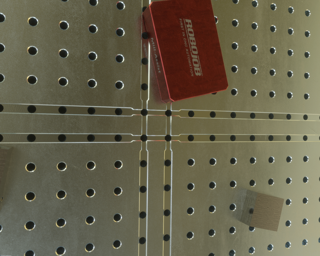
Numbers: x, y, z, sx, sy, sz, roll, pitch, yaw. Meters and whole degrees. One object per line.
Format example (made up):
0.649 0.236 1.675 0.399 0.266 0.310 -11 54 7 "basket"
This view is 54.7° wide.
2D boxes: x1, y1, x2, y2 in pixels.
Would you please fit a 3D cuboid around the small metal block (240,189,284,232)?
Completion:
0.155 0.125 0.470 0.050 0.025 0.050 16 85 -20 "small metal block"

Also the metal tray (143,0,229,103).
0.036 -0.106 0.423 0.091 0.030 0.129 -14 95 -20 "metal tray"

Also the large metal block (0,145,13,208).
-0.208 0.054 0.323 0.081 0.050 0.080 11 86 -20 "large metal block"
